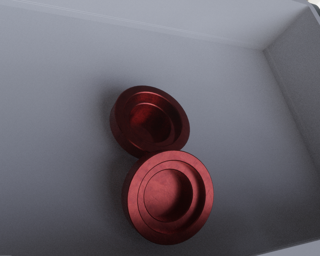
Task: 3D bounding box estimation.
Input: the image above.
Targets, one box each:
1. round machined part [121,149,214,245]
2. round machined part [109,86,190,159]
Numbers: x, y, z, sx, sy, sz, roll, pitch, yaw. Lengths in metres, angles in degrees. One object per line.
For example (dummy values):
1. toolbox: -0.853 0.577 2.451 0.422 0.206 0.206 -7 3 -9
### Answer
1. round machined part: 0.005 0.072 0.338 0.099 0.042 0.097 1 87 -22
2. round machined part: -0.016 -0.002 0.385 0.099 0.042 0.098 15 54 -21
